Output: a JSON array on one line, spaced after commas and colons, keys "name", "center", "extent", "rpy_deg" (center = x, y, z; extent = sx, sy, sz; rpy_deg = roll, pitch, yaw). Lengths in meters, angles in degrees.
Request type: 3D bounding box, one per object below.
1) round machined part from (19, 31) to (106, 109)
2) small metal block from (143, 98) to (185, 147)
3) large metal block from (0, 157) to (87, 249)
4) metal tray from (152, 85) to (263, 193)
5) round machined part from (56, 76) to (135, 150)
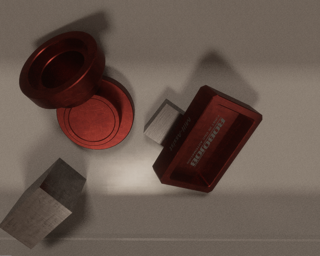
[{"name": "round machined part", "center": [-0.107, -0.062, 0.358], "extent": [0.098, 0.098, 0.042], "rpy_deg": [-23, 144, 7]}, {"name": "small metal block", "center": [0.014, -0.002, 0.411], "extent": [0.050, 0.025, 0.050], "rpy_deg": [35, 106, -12]}, {"name": "large metal block", "center": [-0.153, 0.098, 0.416], "extent": [0.080, 0.080, 0.050], "rpy_deg": [-42, 105, 14]}, {"name": "metal tray", "center": [0.060, 0.019, 0.398], "extent": [0.091, 0.030, 0.129], "rpy_deg": [19, 111, -33]}, {"name": "round machined part", "center": [-0.083, -0.016, 0.395], "extent": [0.099, 0.042, 0.097], "rpy_deg": [0, 110, -1]}]
